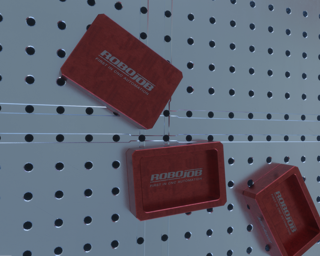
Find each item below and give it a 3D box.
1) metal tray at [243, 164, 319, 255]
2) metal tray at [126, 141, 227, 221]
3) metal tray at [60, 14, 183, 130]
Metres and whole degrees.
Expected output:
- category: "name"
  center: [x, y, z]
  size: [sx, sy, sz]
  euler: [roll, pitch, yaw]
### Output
- category: "metal tray"
  center: [0.197, 0.133, 0.484]
  size: [0.091, 0.030, 0.129]
  euler: [-30, 100, -18]
- category: "metal tray"
  center: [0.024, 0.067, 0.420]
  size: [0.131, 0.030, 0.089]
  euler: [-5, 92, -20]
- category: "metal tray"
  center: [-0.046, -0.068, 0.393]
  size: [0.130, 0.030, 0.090]
  euler: [34, 79, -17]
